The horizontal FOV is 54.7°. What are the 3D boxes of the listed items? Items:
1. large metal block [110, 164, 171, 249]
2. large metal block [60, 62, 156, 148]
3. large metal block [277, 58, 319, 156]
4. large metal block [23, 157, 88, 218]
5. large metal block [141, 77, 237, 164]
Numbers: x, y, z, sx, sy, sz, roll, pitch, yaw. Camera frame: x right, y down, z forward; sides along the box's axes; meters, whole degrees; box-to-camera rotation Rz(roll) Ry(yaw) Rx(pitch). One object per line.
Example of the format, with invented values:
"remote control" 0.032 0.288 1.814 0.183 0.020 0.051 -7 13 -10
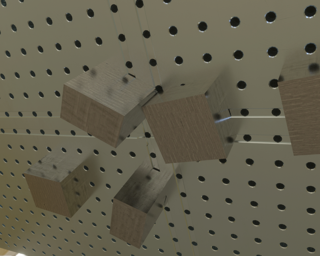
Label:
"large metal block" -0.029 0.115 0.460 0.050 0.080 0.079 22 127 15
"large metal block" -0.064 -0.032 0.388 0.080 0.080 0.050 28 128 10
"large metal block" 0.165 -0.023 0.294 0.080 0.050 0.080 -8 115 31
"large metal block" -0.184 0.105 0.554 0.080 0.050 0.079 9 122 23
"large metal block" 0.037 -0.007 0.370 0.080 0.050 0.080 -9 114 32
